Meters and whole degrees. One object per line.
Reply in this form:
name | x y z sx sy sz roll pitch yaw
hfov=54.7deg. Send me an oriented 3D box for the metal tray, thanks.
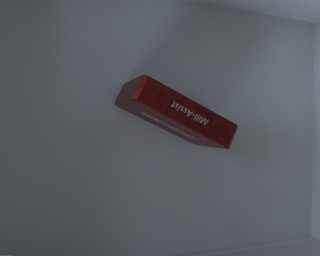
metal tray | 0.017 -0.016 0.380 0.131 0.090 0.030 26 81 -19
